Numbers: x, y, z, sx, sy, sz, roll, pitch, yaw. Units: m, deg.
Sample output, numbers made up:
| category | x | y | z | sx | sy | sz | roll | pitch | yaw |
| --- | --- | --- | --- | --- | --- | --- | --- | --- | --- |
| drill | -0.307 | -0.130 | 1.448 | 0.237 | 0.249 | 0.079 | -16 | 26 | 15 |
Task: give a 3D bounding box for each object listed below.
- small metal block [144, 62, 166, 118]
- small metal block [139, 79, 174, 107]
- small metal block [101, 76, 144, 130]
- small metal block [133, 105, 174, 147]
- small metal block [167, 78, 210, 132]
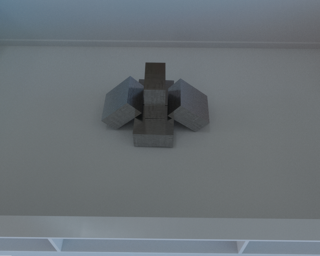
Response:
| category | x | y | z | sx | sy | sz | roll | pitch | yaw |
| --- | --- | --- | --- | --- | --- | --- | --- | --- | --- |
| small metal block | -0.006 | -0.047 | 0.393 | 0.025 | 0.050 | 0.050 | 1 | 50 | 0 |
| small metal block | -0.006 | -0.042 | 0.437 | 0.050 | 0.025 | 0.050 | 2 | 50 | 1 |
| small metal block | -0.049 | -0.033 | 0.412 | 0.050 | 0.025 | 0.050 | -30 | 41 | 32 |
| small metal block | -0.007 | -0.003 | 0.405 | 0.050 | 0.025 | 0.050 | 2 | 50 | 2 |
| small metal block | 0.038 | -0.030 | 0.413 | 0.050 | 0.025 | 0.050 | 29 | 44 | -28 |
